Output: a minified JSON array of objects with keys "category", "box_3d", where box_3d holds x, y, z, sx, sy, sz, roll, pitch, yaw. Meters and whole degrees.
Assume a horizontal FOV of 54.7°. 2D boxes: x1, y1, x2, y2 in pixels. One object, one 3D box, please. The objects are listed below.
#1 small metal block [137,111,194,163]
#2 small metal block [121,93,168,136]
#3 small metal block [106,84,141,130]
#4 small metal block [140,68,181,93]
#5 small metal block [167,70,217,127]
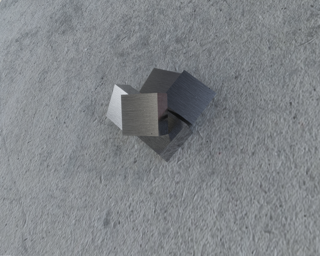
[{"category":"small metal block","box_3d":[0.005,0.008,0.397,0.050,0.025,0.050,-48,52,-6]},{"category":"small metal block","box_3d":[-0.019,-0.016,0.377,0.050,0.025,0.050,0,94,28]},{"category":"small metal block","box_3d":[-0.045,-0.027,0.429,0.050,0.025,0.050,38,119,37]},{"category":"small metal block","box_3d":[0.004,-0.053,0.435,0.050,0.025,0.050,19,71,35]},{"category":"small metal block","box_3d":[0.035,-0.037,0.394,0.050,0.025,0.050,37,81,4]}]
